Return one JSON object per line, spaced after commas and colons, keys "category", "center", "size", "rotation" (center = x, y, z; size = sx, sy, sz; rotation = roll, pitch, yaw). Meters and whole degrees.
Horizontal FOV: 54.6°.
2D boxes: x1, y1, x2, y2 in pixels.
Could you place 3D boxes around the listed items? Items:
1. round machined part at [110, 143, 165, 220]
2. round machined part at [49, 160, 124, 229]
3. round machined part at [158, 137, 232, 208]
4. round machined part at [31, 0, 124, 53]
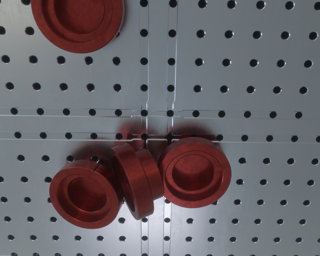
{"category": "round machined part", "center": [-0.028, 0.065, 0.403], "size": [0.042, 0.098, 0.097], "rotation": [-19, 111, -18]}
{"category": "round machined part", "center": [-0.097, 0.087, 0.429], "size": [0.098, 0.042, 0.097], "rotation": [4, 112, 10]}
{"category": "round machined part", "center": [0.045, 0.057, 0.425], "size": [0.099, 0.042, 0.097], "rotation": [0, 110, -1]}
{"category": "round machined part", "center": [-0.089, -0.137, 0.353], "size": [0.099, 0.042, 0.097], "rotation": [0, 110, 0]}
